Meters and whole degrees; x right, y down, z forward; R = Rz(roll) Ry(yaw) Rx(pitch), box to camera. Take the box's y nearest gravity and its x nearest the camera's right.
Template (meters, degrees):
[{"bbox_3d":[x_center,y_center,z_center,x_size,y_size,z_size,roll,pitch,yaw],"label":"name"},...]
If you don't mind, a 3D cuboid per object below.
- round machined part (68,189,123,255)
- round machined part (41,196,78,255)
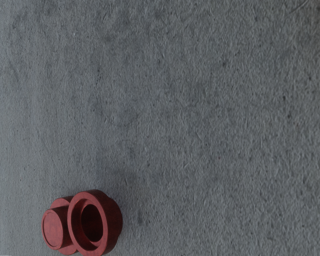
[{"bbox_3d":[-0.095,0.143,0.473,0.098,0.042,0.097,0,90,40],"label":"round machined part"},{"bbox_3d":[-0.167,0.169,0.532,0.098,0.042,0.097,0,90,40],"label":"round machined part"}]
